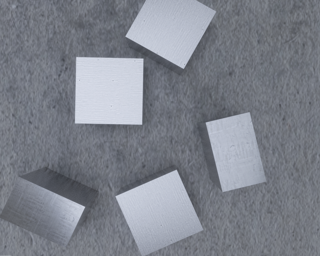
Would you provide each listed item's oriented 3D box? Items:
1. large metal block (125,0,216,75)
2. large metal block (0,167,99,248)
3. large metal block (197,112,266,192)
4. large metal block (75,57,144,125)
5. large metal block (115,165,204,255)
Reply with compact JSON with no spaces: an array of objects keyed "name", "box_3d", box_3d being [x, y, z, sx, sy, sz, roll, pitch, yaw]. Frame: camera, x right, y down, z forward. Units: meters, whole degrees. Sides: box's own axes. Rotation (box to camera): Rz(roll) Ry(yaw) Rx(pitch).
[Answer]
[{"name":"large metal block","box_3d":[0.013,-0.125,0.398,0.080,0.050,0.080,29,90,-1]},{"name":"large metal block","box_3d":[-0.130,0.093,0.381,0.080,0.080,0.050,25,90,-1]},{"name":"large metal block","box_3d":[0.084,0.026,0.384,0.050,0.080,0.080,-14,90,0]},{"name":"large metal block","box_3d":[-0.061,-0.045,0.397,0.081,0.050,0.079,1,90,-1]},{"name":"large metal block","box_3d":[-0.001,0.102,0.398,0.080,0.050,0.080,-24,90,-1]}]
